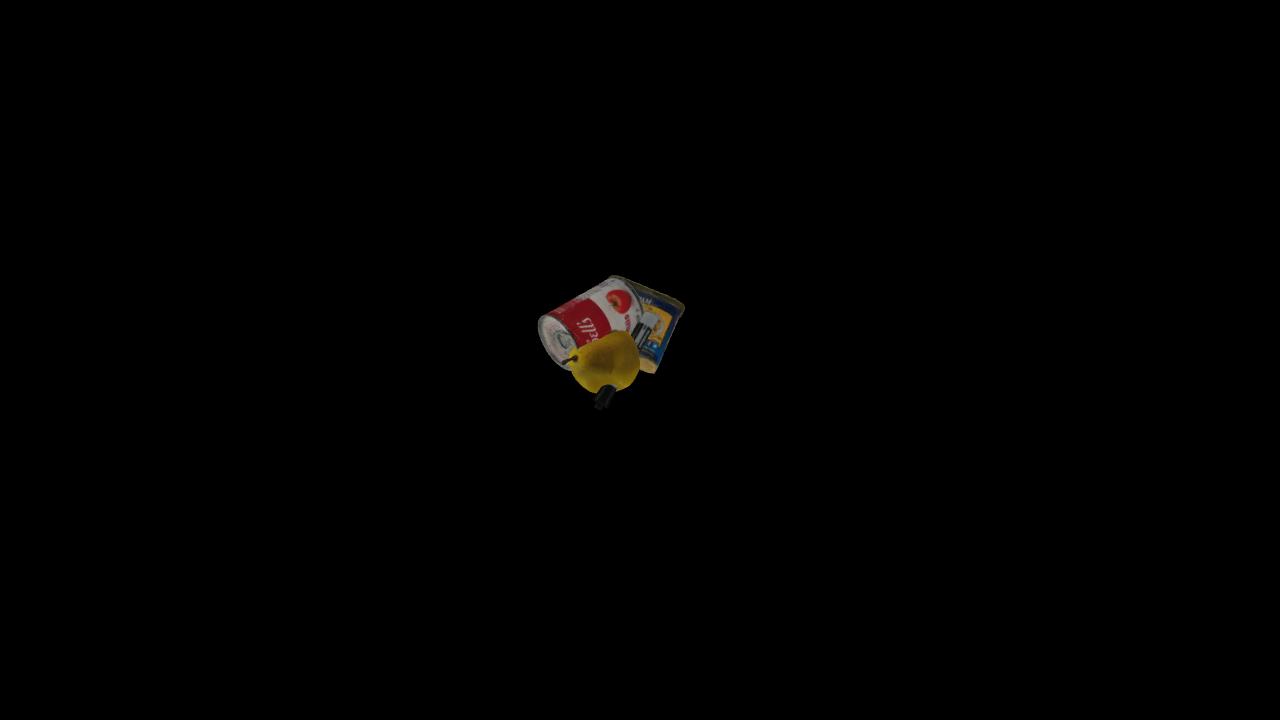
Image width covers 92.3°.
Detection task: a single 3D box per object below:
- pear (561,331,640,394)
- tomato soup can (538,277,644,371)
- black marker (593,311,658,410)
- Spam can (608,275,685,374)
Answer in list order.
[{"bbox_3d":[-0.046,-0.003,0.658,0.080,0.080,0.111,0,-7,17],"label":"pear"},{"bbox_3d":[-0.052,-0.041,0.677,0.101,0.068,0.068,-35,21,-33],"label":"tomato soup can"},{"bbox_3d":[-0.016,0.001,0.673,0.020,0.121,0.020,28,-14,8],"label":"black marker"},{"bbox_3d":[-0.009,-0.042,0.746,0.101,0.085,0.058,22,-17,3],"label":"Spam can"}]
